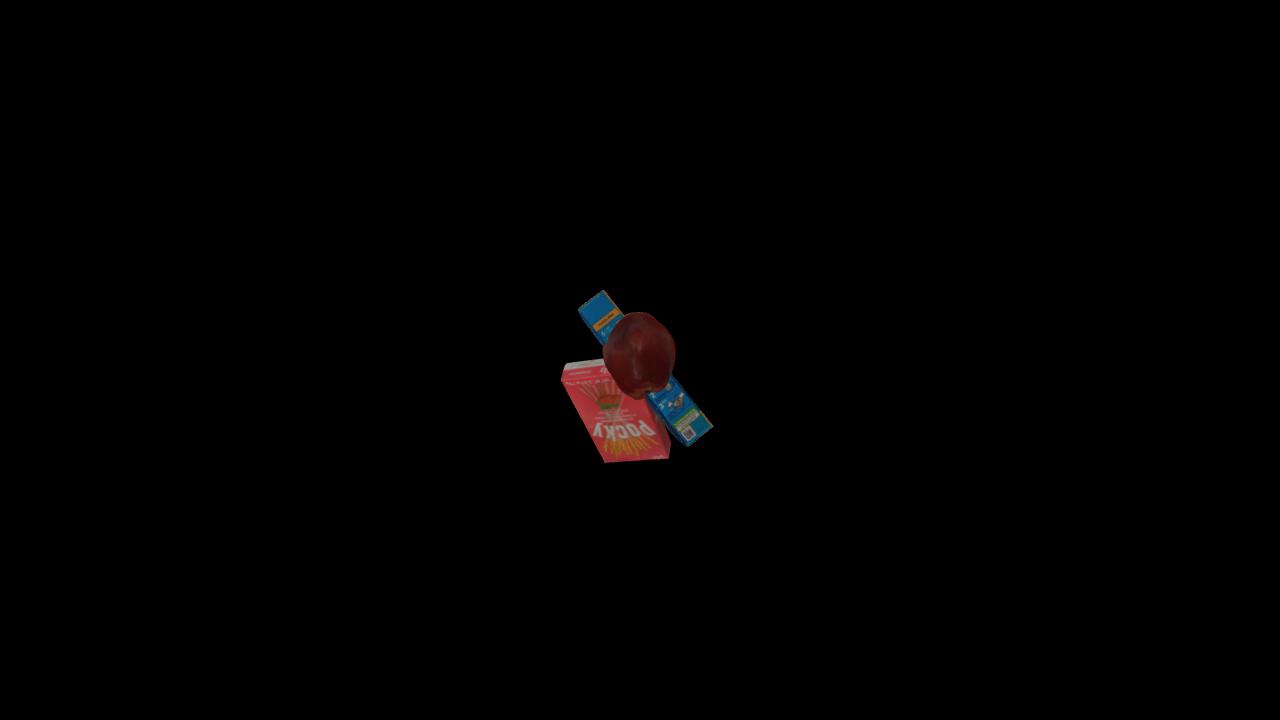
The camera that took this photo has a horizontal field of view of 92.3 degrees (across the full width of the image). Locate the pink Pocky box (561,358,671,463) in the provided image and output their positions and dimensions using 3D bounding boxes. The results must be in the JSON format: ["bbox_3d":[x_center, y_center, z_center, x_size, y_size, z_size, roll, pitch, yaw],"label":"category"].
[{"bbox_3d":[-0.023,0.060,0.698,0.084,0.029,0.155,-6,-46,16],"label":"pink Pocky box"}]

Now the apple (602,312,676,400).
[{"bbox_3d":[0.000,-0.006,0.649,0.079,0.093,0.079,-4,-26,-2],"label":"apple"}]

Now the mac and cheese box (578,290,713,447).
[{"bbox_3d":[0.005,0.011,0.680,0.041,0.184,0.093,-38,-3,-2],"label":"mac and cheese box"}]
